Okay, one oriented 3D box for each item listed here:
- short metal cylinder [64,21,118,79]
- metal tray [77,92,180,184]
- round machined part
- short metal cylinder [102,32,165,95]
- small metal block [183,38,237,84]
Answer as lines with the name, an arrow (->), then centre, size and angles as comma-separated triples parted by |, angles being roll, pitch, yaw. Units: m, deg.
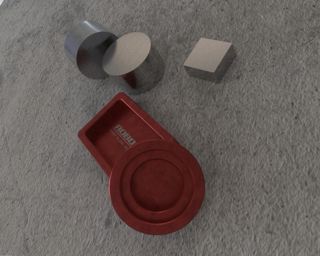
short metal cylinder -> -0.107, -0.126, 0.502 | 0.080, 0.080, 0.050 | -44, 51, -2
metal tray -> -0.044, 0.018, 0.412 | 0.090, 0.030, 0.130 | -45, 51, -3
round machined part -> -0.003, 0.062, 0.337 | 0.099, 0.042, 0.097 | 0, 85, 0
short metal cylinder -> -0.039, -0.097, 0.468 | 0.080, 0.050, 0.080 | -13, 56, 21
small metal block -> 0.068, -0.093, 0.425 | 0.050, 0.025, 0.050 | 23, 74, 36
